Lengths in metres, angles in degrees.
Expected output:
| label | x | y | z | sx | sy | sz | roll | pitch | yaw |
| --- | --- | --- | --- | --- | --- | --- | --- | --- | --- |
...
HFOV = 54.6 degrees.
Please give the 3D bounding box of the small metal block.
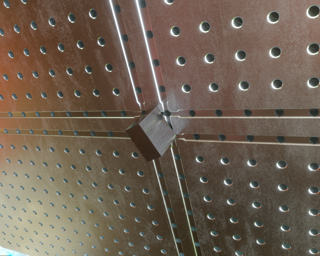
| label | x | y | z | sx | sy | sz | roll | pitch | yaw |
| --- | --- | --- | --- | --- | --- | --- | --- | --- | --- |
| small metal block | -0.010 | 0.007 | 0.405 | 0.025 | 0.050 | 0.050 | -25 | 105 | 37 |
